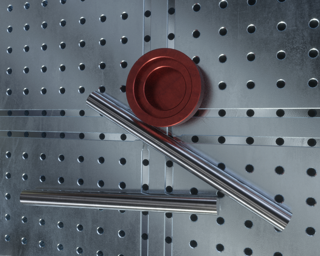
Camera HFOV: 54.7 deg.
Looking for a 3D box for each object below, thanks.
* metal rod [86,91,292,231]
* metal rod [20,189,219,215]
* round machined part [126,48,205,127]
[{"bbox_3d":[0.025,0.034,0.403,0.300,0.025,0.025,32,100,17],"label":"metal rod"},{"bbox_3d":[-0.069,0.102,0.436,0.301,0.025,0.025,-2,89,19],"label":"metal rod"},{"bbox_3d":[0.009,-0.050,0.400,0.098,0.042,0.097,0,90,20],"label":"round machined part"}]
